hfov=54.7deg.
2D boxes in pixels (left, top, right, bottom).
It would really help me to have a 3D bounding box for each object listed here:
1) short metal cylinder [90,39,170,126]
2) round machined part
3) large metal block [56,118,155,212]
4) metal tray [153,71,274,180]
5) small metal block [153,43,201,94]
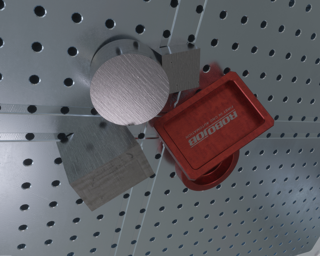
[{"bbox_3d":[-0.034,-0.049,0.335,0.081,0.050,0.079,-6,122,-10],"label":"short metal cylinder"},{"bbox_3d":[0.066,0.043,0.463,0.099,0.042,0.097,-14,124,-21],"label":"round machined part"},{"bbox_3d":[-0.065,0.035,0.362,0.080,0.080,0.050,-30,129,-9],"label":"large metal block"},{"bbox_3d":[0.069,-0.003,0.406,0.130,0.090,0.030,-34,169,-6],"label":"metal tray"},{"bbox_3d":[0.020,-0.072,0.378,0.050,0.025,0.050,-16,125,-20],"label":"small metal block"}]
